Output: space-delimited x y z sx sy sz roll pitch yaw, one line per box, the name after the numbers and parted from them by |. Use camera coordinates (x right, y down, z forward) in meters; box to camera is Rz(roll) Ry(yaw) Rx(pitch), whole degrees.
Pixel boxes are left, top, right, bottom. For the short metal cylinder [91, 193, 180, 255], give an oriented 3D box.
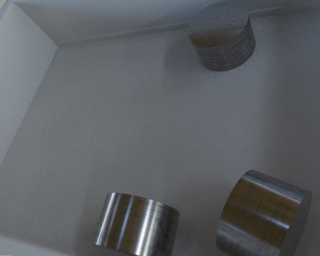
-0.024 0.104 0.319 0.080 0.080 0.050 1 62 29 | short metal cylinder

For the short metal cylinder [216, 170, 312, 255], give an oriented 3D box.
0.092 0.083 0.271 0.050 0.080 0.080 20 72 35 | short metal cylinder

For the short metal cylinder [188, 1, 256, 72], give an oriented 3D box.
0.085 -0.124 0.422 0.080 0.050 0.080 -13 56 21 | short metal cylinder
